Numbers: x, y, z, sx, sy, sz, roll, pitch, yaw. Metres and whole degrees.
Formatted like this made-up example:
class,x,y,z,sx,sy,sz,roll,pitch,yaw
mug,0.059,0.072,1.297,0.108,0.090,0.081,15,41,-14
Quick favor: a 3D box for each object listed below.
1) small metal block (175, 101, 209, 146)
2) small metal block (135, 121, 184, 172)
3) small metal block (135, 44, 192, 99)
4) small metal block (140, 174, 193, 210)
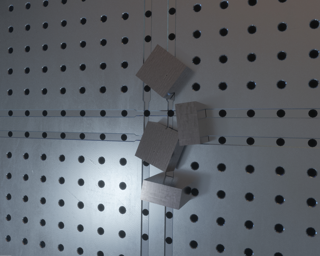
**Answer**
class,x,y,z,sx,sy,sz,roll,pitch,yaw
small metal block,0.041,-0.005,0.385,0.025,0.050,0.050,-7,88,20
small metal block,0.001,0.024,0.408,0.050,0.025,0.050,25,99,27
small metal block,0.005,-0.074,0.411,0.050,0.025,0.050,41,103,15
small metal block,0.009,0.080,0.396,0.050,0.050,0.025,10,94,20
